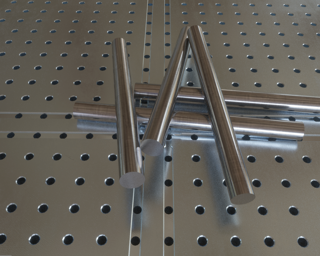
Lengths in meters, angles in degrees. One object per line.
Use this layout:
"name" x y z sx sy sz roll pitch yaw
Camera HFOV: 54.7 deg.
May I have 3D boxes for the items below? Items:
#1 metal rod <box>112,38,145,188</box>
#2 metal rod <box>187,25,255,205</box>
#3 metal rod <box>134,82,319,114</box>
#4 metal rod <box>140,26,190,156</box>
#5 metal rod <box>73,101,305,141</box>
"metal rod" -0.048 -0.046 0.414 0.025 0.025 0.300 -6 41 -6
"metal rod" 0.070 -0.042 0.410 0.025 0.025 0.300 -4 50 -4
"metal rod" 0.114 -0.041 0.443 0.302 0.025 0.025 5 50 3
"metal rod" 0.020 -0.074 0.438 0.025 0.025 0.301 9 41 7
"metal rod" 0.035 -0.010 0.416 0.302 0.025 0.025 5 50 4
